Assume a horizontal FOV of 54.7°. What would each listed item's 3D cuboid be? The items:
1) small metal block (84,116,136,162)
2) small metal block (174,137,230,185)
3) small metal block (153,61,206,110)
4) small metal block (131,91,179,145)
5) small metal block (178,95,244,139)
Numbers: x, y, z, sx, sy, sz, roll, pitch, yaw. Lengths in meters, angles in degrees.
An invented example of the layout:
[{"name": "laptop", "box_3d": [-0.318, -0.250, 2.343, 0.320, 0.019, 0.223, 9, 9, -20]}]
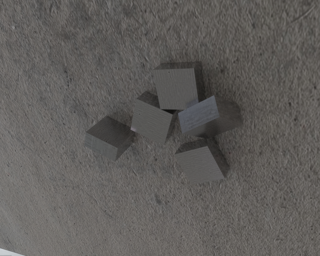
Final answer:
[{"name": "small metal block", "box_3d": [-0.069, 0.014, 0.436, 0.050, 0.050, 0.025, 25, 127, 12]}, {"name": "small metal block", "box_3d": [0.055, 0.043, 0.404, 0.050, 0.025, 0.050, -19, 109, 35]}, {"name": "small metal block", "box_3d": [0.024, -0.049, 0.364, 0.050, 0.025, 0.050, 3, 120, 26]}, {"name": "small metal block", "box_3d": [-0.007, -0.013, 0.402, 0.050, 0.025, 0.050, 25, 128, 13]}, {"name": "small metal block", "box_3d": [0.058, -0.010, 0.351, 0.050, 0.050, 0.025, -26, 65, 37]}]
